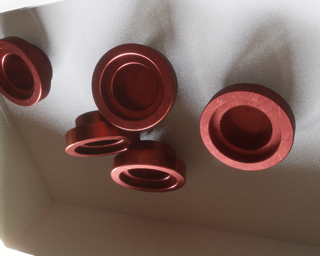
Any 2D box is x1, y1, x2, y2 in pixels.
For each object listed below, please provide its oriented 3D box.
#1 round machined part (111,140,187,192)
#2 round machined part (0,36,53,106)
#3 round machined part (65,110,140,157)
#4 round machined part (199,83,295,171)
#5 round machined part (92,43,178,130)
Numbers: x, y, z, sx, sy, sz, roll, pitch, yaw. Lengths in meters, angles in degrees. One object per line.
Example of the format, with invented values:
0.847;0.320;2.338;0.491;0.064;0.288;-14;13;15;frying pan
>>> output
-0.013;0.050;0.415;0.099;0.042;0.098;4;149;3;round machined part
-0.197;-0.084;0.447;0.098;0.042;0.097;13;124;20;round machined part
-0.078;0.006;0.417;0.098;0.099;0.042;-22;69;36;round machined part
0.097;-0.005;0.343;0.098;0.042;0.097;13;124;20;round machined part
-0.027;-0.049;0.367;0.098;0.042;0.097;3;102;15;round machined part
